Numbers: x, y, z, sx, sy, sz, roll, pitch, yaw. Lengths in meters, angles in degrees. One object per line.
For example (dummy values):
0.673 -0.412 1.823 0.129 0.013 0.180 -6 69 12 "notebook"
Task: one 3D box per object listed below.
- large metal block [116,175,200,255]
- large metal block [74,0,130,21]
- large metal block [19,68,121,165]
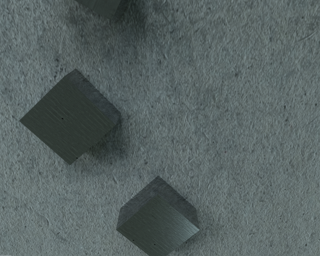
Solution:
-0.003 0.130 0.444 0.080 0.050 0.080 -43 105 14 "large metal block"
-0.070 -0.156 0.322 0.080 0.080 0.050 27 108 -10 "large metal block"
-0.109 -0.015 0.390 0.080 0.050 0.080 -40 106 13 "large metal block"
